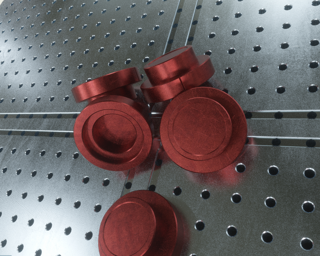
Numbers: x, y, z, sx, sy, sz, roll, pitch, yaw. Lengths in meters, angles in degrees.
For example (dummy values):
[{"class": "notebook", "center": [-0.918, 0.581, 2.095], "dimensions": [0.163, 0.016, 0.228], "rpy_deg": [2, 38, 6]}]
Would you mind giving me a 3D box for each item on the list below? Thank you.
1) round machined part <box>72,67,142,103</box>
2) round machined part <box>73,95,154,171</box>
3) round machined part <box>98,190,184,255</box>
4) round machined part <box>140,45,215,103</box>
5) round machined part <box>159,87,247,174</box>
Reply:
[{"class": "round machined part", "center": [-0.071, -0.051, 0.442], "dimensions": [0.098, 0.098, 0.042], "rpy_deg": [-17, 98, 18]}, {"class": "round machined part", "center": [-0.056, 0.003, 0.398], "dimensions": [0.098, 0.098, 0.042], "rpy_deg": [-22, 21, 15]}, {"class": "round machined part", "center": [-0.027, 0.115, 0.340], "dimensions": [0.098, 0.042, 0.098], "rpy_deg": [-13, 56, 20]}, {"class": "round machined part", "center": [0.018, -0.074, 0.402], "dimensions": [0.098, 0.042, 0.098], "rpy_deg": [-23, 19, 9]}, {"class": "round machined part", "center": [0.046, 0.002, 0.346], "dimensions": [0.098, 0.042, 0.097], "rpy_deg": [-1, 86, 15]}]
